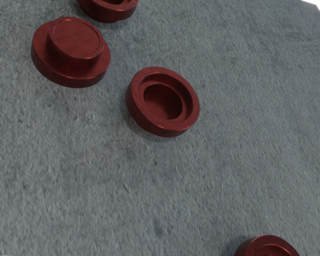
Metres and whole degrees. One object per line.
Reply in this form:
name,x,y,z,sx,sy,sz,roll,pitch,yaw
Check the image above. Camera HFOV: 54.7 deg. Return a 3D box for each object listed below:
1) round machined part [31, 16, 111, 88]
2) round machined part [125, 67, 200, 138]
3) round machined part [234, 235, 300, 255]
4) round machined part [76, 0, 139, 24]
round machined part,-0.110,-0.103,0.397,0.099,0.042,0.098,14,56,-21
round machined part,0.000,-0.031,0.413,0.099,0.042,0.098,14,56,-21
round machined part,0.121,0.176,0.353,0.099,0.042,0.098,14,56,-21
round machined part,-0.085,-0.199,0.470,0.099,0.042,0.098,14,56,-21
